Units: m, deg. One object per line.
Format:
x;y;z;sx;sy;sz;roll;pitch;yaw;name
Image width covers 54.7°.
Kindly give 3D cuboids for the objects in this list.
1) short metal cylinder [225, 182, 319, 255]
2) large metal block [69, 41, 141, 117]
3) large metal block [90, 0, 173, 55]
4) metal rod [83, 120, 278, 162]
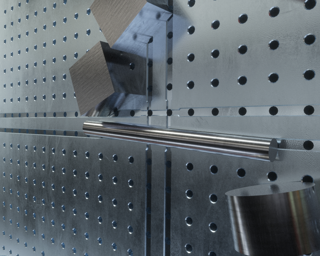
0.105;0.081;0.287;0.080;0.081;0.050;-14;82;39;short metal cylinder
-0.084;-0.069;0.463;0.080;0.050;0.080;-28;73;36;large metal block
-0.042;-0.162;0.428;0.080;0.050;0.080;-42;65;32;large metal block
0.000;0.011;0.409;0.300;0.025;0.025;6;94;39;metal rod
